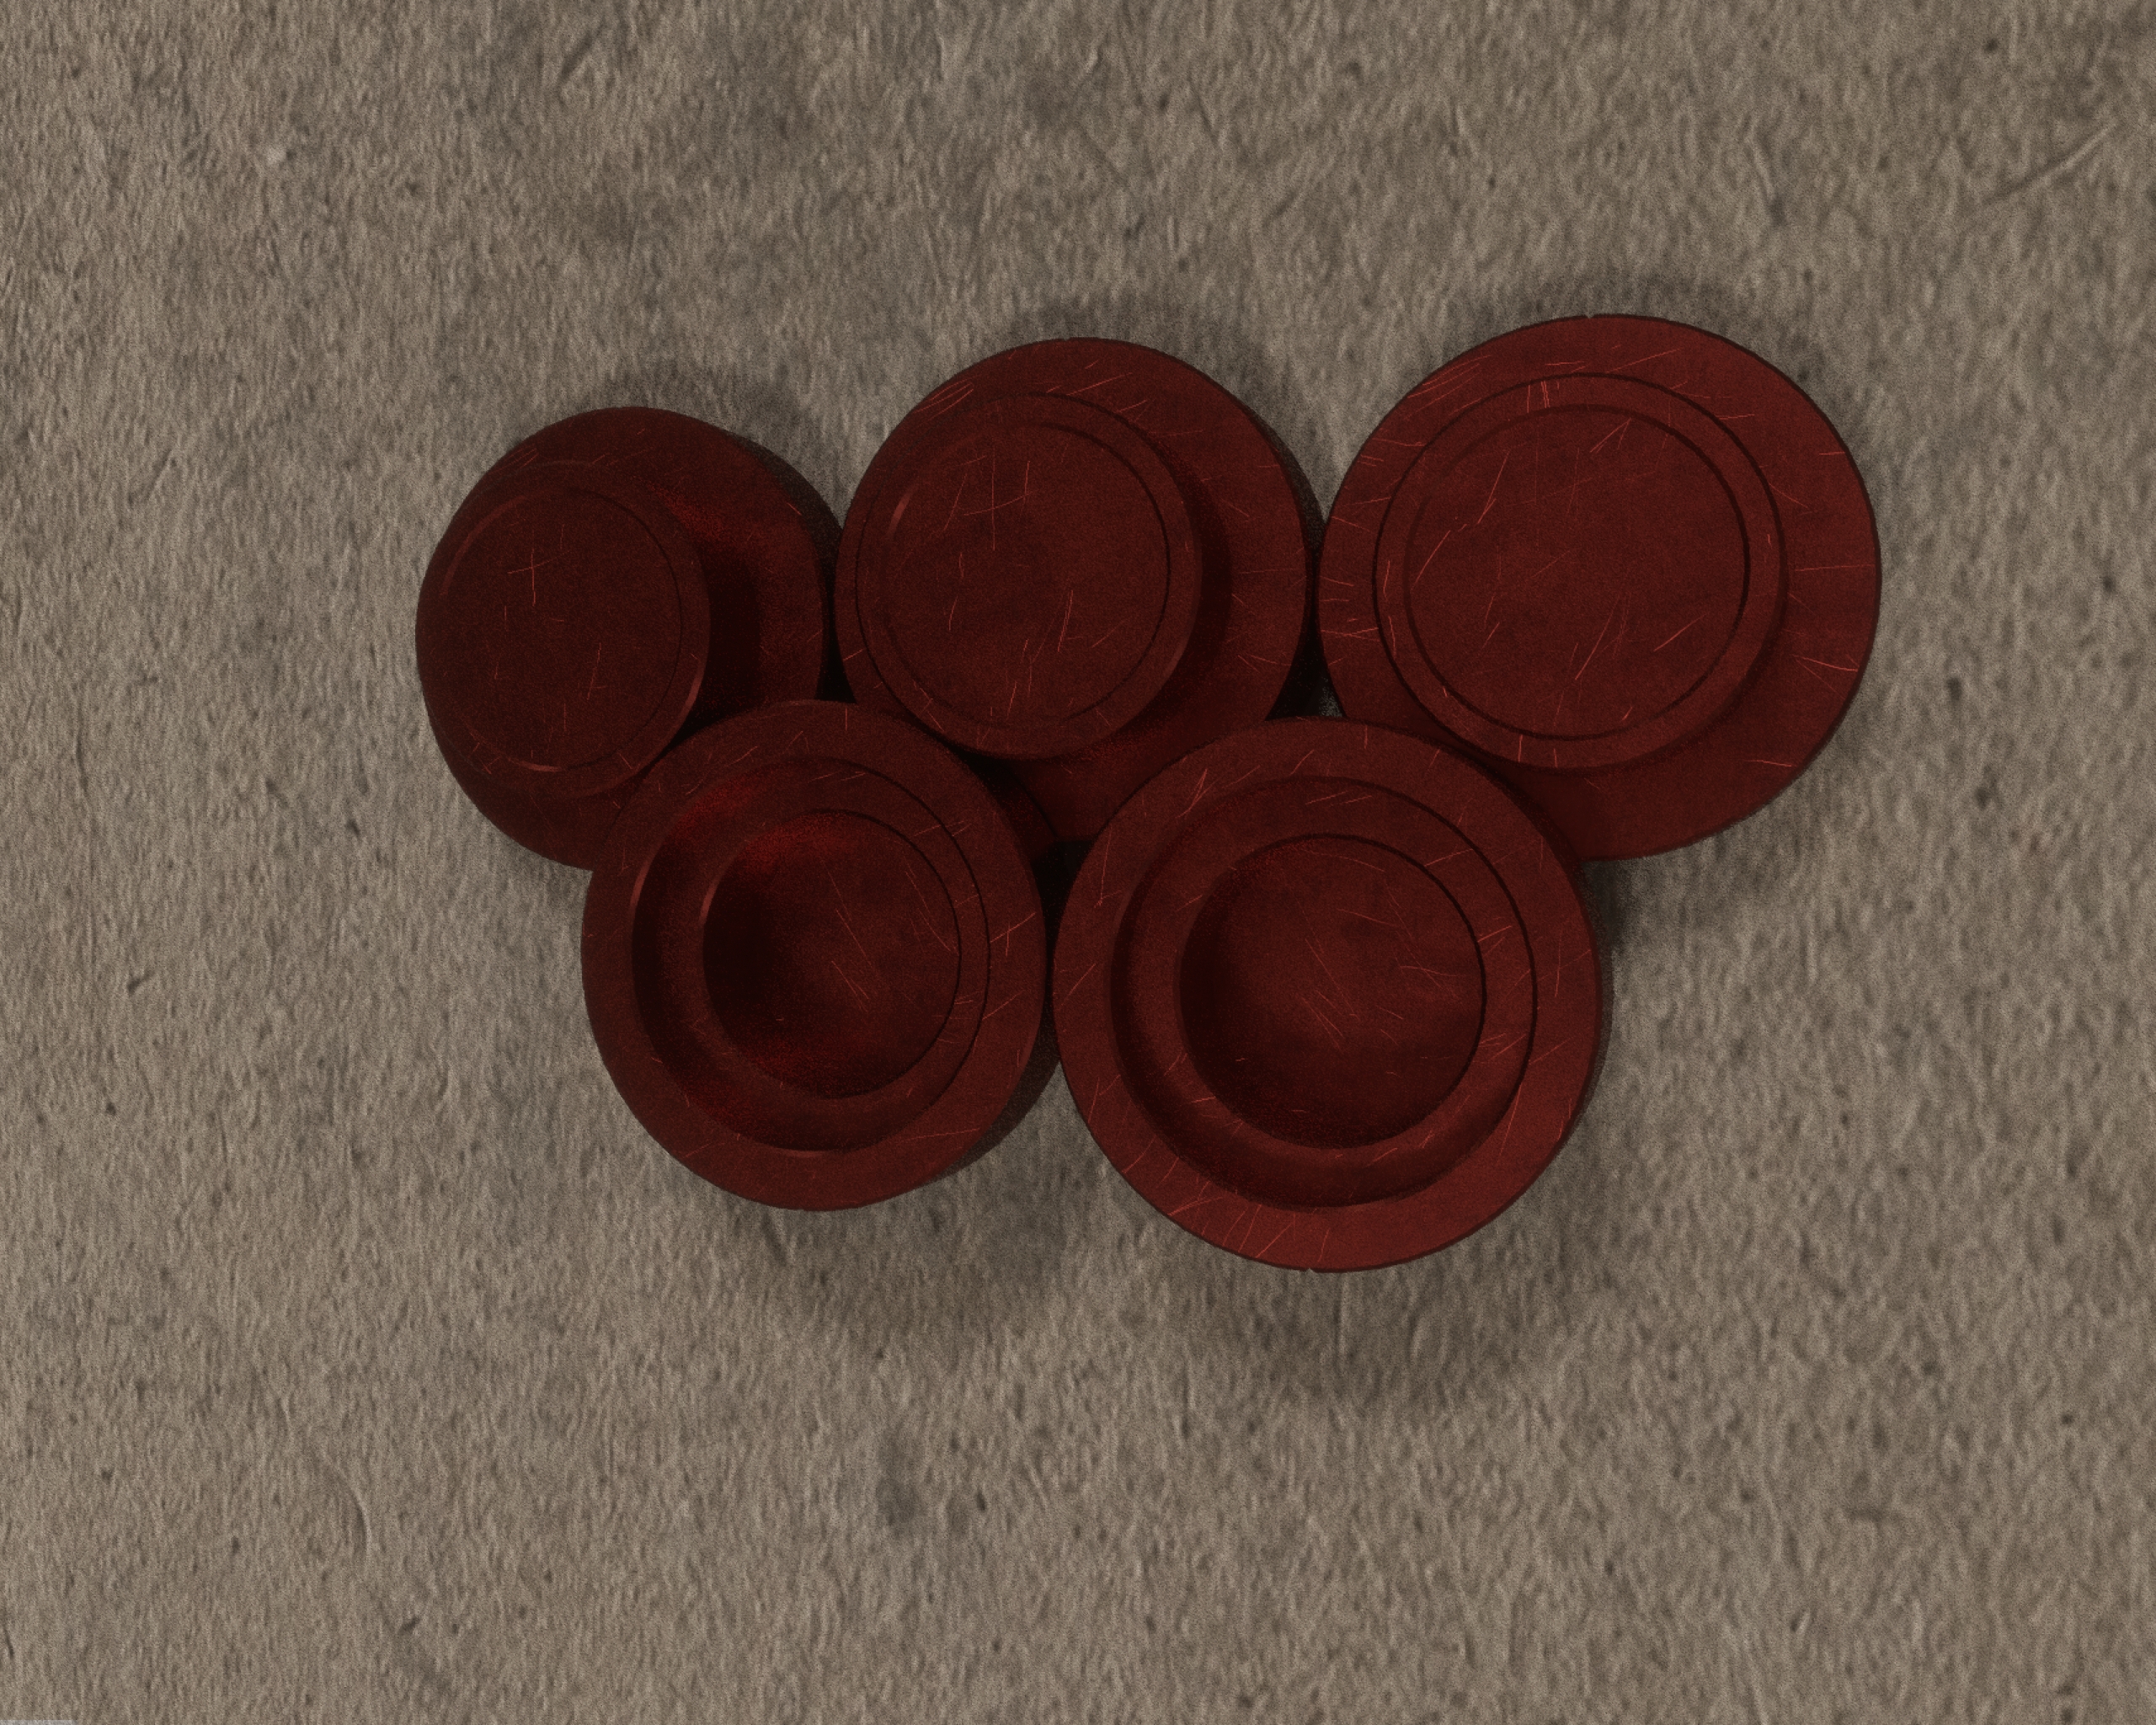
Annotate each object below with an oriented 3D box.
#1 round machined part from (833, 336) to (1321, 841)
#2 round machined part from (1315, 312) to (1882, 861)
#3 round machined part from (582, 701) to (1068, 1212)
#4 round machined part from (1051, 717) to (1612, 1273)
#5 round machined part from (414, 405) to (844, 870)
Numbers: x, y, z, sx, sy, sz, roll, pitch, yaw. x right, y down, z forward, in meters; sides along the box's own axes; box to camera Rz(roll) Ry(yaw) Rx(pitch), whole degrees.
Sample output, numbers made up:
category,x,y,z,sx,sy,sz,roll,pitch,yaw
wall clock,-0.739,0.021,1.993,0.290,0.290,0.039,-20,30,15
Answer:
category,x,y,z,sx,sy,sz,roll,pitch,yaw
round machined part,-0.003,-0.053,0.402,0.098,0.042,0.097,0,90,19
round machined part,0.090,-0.049,0.369,0.098,0.042,0.097,0,90,19
round machined part,-0.045,0.018,0.416,0.098,0.042,0.097,0,90,19
round machined part,0.048,0.023,0.384,0.098,0.042,0.097,0,90,19
round machined part,-0.097,-0.047,0.434,0.098,0.042,0.097,0,90,19
